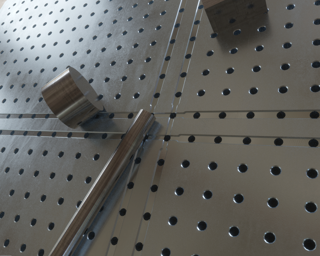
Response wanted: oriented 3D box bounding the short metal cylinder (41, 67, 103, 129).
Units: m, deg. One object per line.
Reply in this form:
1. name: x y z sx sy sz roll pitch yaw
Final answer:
1. short metal cylinder: -0.131 -0.045 0.470 0.050 0.080 0.080 -35 51 6

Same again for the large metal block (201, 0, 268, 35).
1. large metal block: 0.103 -0.198 0.460 0.080 0.050 0.080 -20 54 16

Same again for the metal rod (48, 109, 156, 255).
1. metal rod: -0.091 0.106 0.391 0.025 0.025 0.300 21 72 36
